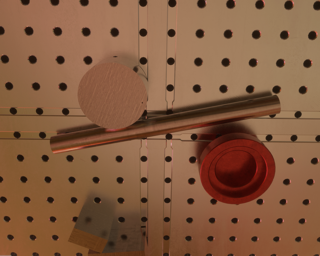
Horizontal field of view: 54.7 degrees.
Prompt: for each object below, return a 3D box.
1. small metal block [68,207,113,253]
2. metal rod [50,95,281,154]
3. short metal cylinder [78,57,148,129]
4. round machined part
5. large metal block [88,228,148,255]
[{"bbox_3d":[-0.100,0.148,0.454,0.050,0.050,0.025,24,108,-8],"label":"small metal block"},{"bbox_3d":[0.004,-0.004,0.411,0.302,0.025,0.025,-10,110,3],"label":"metal rod"},{"bbox_3d":[-0.055,-0.045,0.383,0.081,0.050,0.079,0,110,0],"label":"short metal cylinder"},{"bbox_3d":[0.102,0.051,0.424,0.099,0.042,0.097,0,110,0],"label":"round machined part"},{"bbox_3d":[-0.059,0.204,0.475,0.080,0.050,0.079,-4,111,1],"label":"large metal block"}]
